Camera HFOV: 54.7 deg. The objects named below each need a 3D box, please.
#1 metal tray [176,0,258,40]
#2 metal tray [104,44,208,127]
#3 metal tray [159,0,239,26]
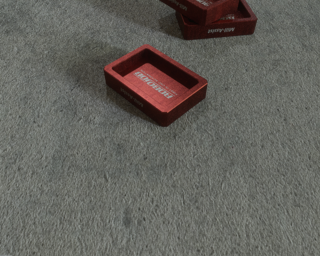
[{"bbox_3d":[0.101,-0.205,0.572,0.131,0.030,0.090,-7,50,-6],"label":"metal tray"},{"bbox_3d":[-0.008,-0.067,0.455,0.091,0.030,0.130,-37,59,-27],"label":"metal tray"},{"bbox_3d":[0.066,-0.239,0.561,0.091,0.030,0.130,-32,57,-24],"label":"metal tray"}]
